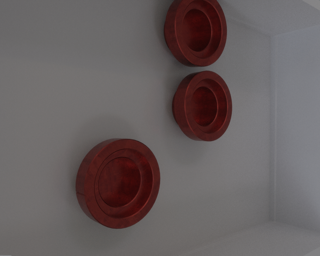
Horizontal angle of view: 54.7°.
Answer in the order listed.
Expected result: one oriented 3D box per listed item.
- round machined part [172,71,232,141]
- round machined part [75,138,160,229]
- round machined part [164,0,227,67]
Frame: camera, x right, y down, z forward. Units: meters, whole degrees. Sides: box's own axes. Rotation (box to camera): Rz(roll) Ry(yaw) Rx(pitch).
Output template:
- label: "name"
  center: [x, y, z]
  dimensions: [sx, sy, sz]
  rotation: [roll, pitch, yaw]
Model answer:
- label: "round machined part"
  center: [0.056, -0.030, 0.442]
  dimensions: [0.099, 0.042, 0.097]
  rotation: [0, 90, -40]
- label: "round machined part"
  center: [-0.051, 0.060, 0.353]
  dimensions: [0.099, 0.042, 0.097]
  rotation: [0, 90, -40]
- label: "round machined part"
  center: [0.044, -0.133, 0.428]
  dimensions: [0.099, 0.042, 0.097]
  rotation: [-6, 100, -38]
